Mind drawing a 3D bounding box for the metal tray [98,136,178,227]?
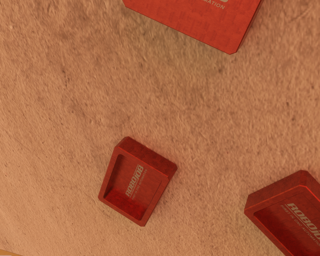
[{"bbox_3d":[-0.038,0.085,0.474,0.090,0.030,0.129,30,128,8],"label":"metal tray"}]

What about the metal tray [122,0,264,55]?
[{"bbox_3d":[0.034,-0.139,0.298,0.130,0.030,0.089,28,128,10],"label":"metal tray"}]

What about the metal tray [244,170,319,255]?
[{"bbox_3d":[0.182,0.122,0.383,0.130,0.030,0.090,46,129,-4],"label":"metal tray"}]
